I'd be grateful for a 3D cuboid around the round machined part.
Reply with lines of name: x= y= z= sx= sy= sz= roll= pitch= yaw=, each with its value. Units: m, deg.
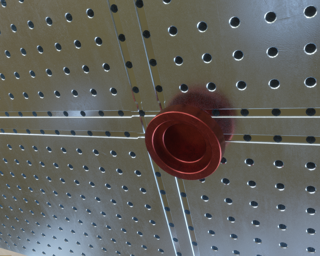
round machined part: x=0.034 y=0.014 z=0.390 sx=0.098 sy=0.042 sz=0.097 roll=13 pitch=124 yaw=20
